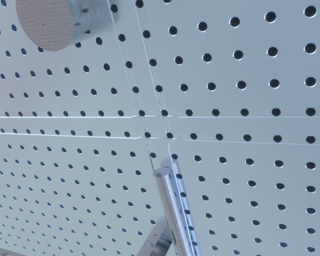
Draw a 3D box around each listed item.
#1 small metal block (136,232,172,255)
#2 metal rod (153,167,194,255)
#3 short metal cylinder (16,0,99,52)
[{"bbox_3d":[-0.013,0.213,0.532,0.025,0.050,0.050,47,129,-5],"label":"small metal block"},{"bbox_3d":[0.038,0.195,0.510,0.025,0.025,0.298,-1,118,28],"label":"metal rod"},{"bbox_3d":[-0.122,-0.138,0.372,0.080,0.050,0.079,13,124,20],"label":"short metal cylinder"}]
